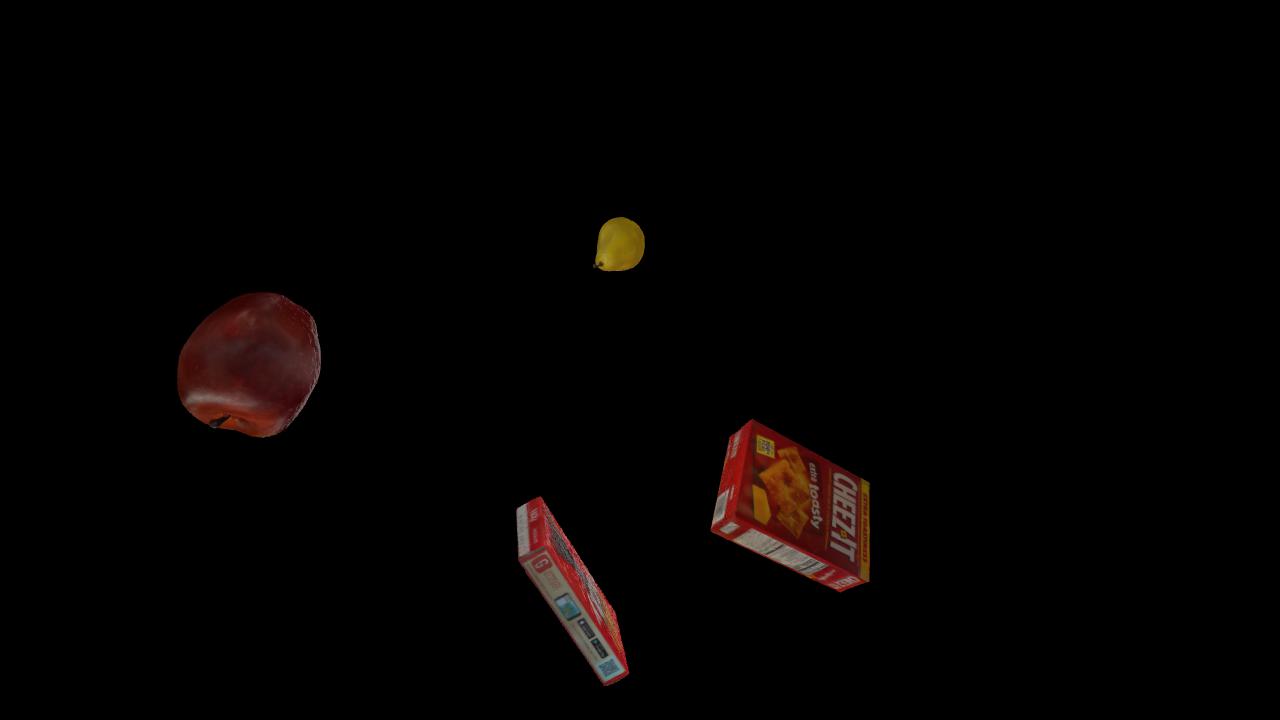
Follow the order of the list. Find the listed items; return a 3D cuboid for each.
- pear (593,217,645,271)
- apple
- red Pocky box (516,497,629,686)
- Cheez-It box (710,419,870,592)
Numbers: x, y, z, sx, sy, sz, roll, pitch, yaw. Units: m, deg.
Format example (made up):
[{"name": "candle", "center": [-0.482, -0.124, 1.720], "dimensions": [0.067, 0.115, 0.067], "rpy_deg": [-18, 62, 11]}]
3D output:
[{"name": "pear", "center": [-0.038, -0.157, 0.908], "dimensions": [0.080, 0.111, 0.080], "rpy_deg": [19, -36, 14]}, {"name": "apple", "center": [-0.242, 0.003, 0.384], "dimensions": [0.079, 0.093, 0.079], "rpy_deg": [3, -34, 2]}, {"name": "red Pocky box", "center": [-0.059, 0.200, 0.539], "dimensions": [0.028, 0.155, 0.083], "rpy_deg": [-29, 20, -4]}, {"name": "Cheez-It box", "center": [0.223, 0.210, 0.887], "dimensions": [0.223, 0.166, 0.071], "rpy_deg": [28, -41, -10]}]
